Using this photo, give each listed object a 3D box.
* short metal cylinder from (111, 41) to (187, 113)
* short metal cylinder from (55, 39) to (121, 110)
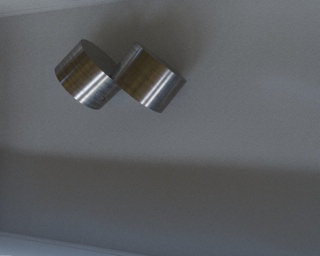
[{"bbox_3d":[-0.013,-0.063,0.386,0.080,0.080,0.050,42,103,15],"label":"short metal cylinder"},{"bbox_3d":[-0.091,-0.071,0.413,0.050,0.080,0.080,-41,77,15],"label":"short metal cylinder"}]
